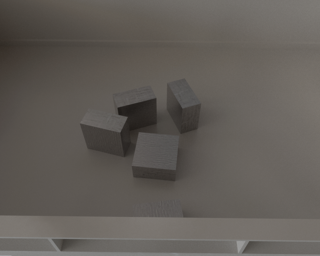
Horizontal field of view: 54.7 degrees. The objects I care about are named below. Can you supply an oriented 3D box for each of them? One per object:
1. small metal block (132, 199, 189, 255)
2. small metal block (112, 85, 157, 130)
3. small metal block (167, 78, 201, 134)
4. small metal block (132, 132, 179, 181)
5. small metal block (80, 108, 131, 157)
[{"bbox_3d":[-0.001,0.104,0.317,0.050,0.025,0.050,-6,50,-5],"label":"small metal block"},{"bbox_3d":[-0.032,-0.024,0.409,0.050,0.050,0.025,-15,52,-13],"label":"small metal block"},{"bbox_3d":[0.030,-0.029,0.413,0.025,0.050,0.050,-17,52,-13],"label":"small metal block"},{"bbox_3d":[-0.004,0.034,0.376,0.050,0.025,0.050,5,50,4],"label":"small metal block"},{"bbox_3d":[-0.066,0.007,0.383,0.050,0.050,0.025,13,51,10],"label":"small metal block"}]
